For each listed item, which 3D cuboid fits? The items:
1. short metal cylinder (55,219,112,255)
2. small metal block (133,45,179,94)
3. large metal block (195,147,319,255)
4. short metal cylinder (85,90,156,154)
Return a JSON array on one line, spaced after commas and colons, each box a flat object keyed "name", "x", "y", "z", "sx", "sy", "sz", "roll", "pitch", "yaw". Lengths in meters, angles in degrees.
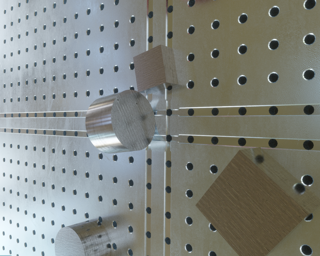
[{"name": "short metal cylinder", "x": -0.124, "y": 0.193, "z": 0.495, "sx": 0.080, "sy": 0.050, "sz": 0.079, "roll": 0, "pitch": 90, "yaw": 40}, {"name": "small metal block", "x": -0.006, "y": -0.077, "z": 0.415, "sx": 0.050, "sy": 0.025, "sz": 0.050, "roll": -14, "pitch": 81, "yaw": 39}, {"name": "large metal block", "x": 0.097, "y": 0.077, "z": 0.313, "sx": 0.080, "sy": 0.050, "sz": 0.080, "roll": 47, "pitch": 118, "yaw": 30}, {"name": "short metal cylinder", "x": -0.052, "y": -0.007, "z": 0.416, "sx": 0.050, "sy": 0.081, "sz": 0.080, "roll": -10, "pitch": 84, "yaw": 40}]
